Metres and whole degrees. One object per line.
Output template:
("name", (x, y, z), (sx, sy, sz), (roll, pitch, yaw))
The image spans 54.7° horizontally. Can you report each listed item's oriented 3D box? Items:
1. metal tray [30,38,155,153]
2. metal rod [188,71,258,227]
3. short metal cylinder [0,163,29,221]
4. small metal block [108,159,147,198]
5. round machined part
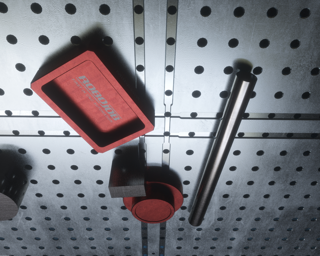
("metal tray", (-0.076, -0.033, 0.379), (0.090, 0.030, 0.130), (-25, 126, 19))
("metal rod", (0.082, 0.052, 0.457), (0.025, 0.025, 0.298), (5, 130, -5))
("short metal cylinder", (-0.252, 0.099, 0.476), (0.081, 0.050, 0.079), (0, 130, 0))
("small metal block", (-0.046, 0.074, 0.458), (0.050, 0.050, 0.025), (-4, 130, 3))
("round machined part", (-0.011, 0.118, 0.501), (0.099, 0.042, 0.097), (-1, 130, 0))
